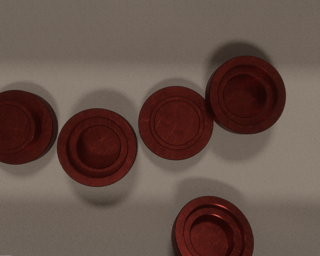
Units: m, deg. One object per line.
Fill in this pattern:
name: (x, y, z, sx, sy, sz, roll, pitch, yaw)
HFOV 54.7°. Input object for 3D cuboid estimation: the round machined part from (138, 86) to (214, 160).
round machined part: (0.021, -0.006, 0.403, 0.099, 0.042, 0.097, 0, 90, -1)

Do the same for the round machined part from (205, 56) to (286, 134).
round machined part: (0.106, -0.040, 0.401, 0.099, 0.042, 0.097, 0, 88, -6)

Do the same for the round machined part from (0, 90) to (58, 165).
round machined part: (-0.188, -0.001, 0.400, 0.099, 0.042, 0.097, 0, 90, -1)

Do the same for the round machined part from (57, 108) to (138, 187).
round machined part: (-0.078, 0.024, 0.402, 0.099, 0.042, 0.097, 0, 90, -1)

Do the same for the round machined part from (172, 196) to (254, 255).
round machined part: (0.063, 0.139, 0.389, 0.099, 0.042, 0.098, 5, 55, -8)
